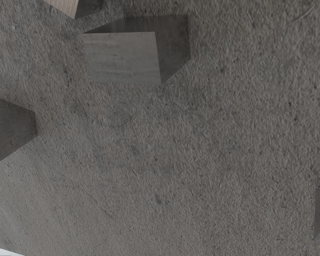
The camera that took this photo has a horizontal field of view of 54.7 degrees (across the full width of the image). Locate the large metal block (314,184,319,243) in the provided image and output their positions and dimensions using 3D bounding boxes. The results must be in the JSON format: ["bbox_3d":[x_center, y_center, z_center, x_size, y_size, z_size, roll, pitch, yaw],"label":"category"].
[{"bbox_3d":[0.199,0.071,0.310,0.050,0.080,0.079,23,127,14],"label":"large metal block"}]

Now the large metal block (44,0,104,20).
[{"bbox_3d":[-0.101,-0.178,0.334,0.080,0.050,0.079,33,129,6],"label":"large metal block"}]

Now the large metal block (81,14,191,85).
[{"bbox_3d":[-0.021,-0.086,0.329,0.080,0.080,0.050,7,121,25],"label":"large metal block"}]

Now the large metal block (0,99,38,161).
[{"bbox_3d":[-0.266,0.000,0.511,0.080,0.080,0.050,20,126,16],"label":"large metal block"}]
